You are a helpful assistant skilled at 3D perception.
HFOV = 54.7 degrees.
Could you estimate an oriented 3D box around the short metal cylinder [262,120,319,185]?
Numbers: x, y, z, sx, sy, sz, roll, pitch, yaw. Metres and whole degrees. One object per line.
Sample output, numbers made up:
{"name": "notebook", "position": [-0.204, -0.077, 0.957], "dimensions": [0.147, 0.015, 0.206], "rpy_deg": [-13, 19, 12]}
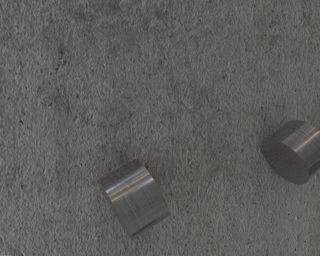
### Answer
{"name": "short metal cylinder", "position": [0.198, 0.035, 0.453], "dimensions": [0.050, 0.080, 0.080], "rpy_deg": [-35, 102, -16]}

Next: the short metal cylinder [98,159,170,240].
{"name": "short metal cylinder", "position": [-0.032, 0.084, 0.368], "dimensions": [0.050, 0.080, 0.080], "rpy_deg": [-29, 100, -18]}
